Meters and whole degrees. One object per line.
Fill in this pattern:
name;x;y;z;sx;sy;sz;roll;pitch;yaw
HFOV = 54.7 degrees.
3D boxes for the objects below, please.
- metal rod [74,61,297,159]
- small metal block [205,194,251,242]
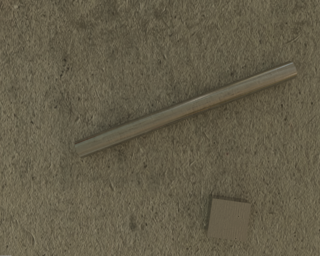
metal rod;0.034;-0.024;0.410;0.301;0.025;0.025;-21;90;0
small metal block;0.089;0.119;0.411;0.050;0.025;0.050;8;90;0
